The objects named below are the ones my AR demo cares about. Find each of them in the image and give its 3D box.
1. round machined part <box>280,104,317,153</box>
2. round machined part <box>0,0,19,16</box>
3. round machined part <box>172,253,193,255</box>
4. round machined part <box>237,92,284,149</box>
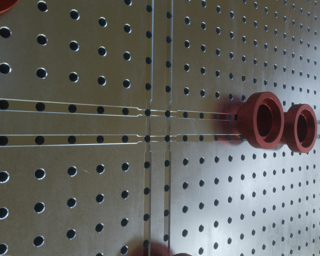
[{"bbox_3d":[0.275,0.001,0.626,0.099,0.042,0.097,0,90,-40],"label":"round machined part"},{"bbox_3d":[-0.162,-0.145,0.261,0.099,0.042,0.097,0,90,-40],"label":"round machined part"},{"bbox_3d":[0.020,0.217,0.414,0.099,0.042,0.097,0,90,-40],"label":"round machined part"},{"bbox_3d":[0.172,-0.013,0.540,0.099,0.042,0.097,0,90,-40],"label":"round machined part"}]
